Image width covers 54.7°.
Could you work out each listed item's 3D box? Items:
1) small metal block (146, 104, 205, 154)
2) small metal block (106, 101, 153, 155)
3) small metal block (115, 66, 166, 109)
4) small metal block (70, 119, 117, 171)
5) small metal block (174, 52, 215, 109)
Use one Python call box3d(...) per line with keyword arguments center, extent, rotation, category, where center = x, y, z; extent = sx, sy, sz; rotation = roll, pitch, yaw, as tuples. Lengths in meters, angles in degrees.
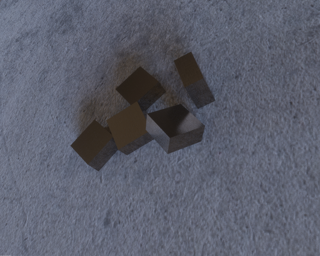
box3d(center=(0.018, 0.000, 0.378), extent=(0.050, 0.025, 0.050), rotation=(-18, 45, -28), category="small metal block")
box3d(center=(-0.038, 0.001, 0.418), extent=(0.050, 0.025, 0.050), rotation=(-31, 60, 7), category="small metal block")
box3d(center=(-0.028, -0.055, 0.451), extent=(0.050, 0.025, 0.050), rotation=(-43, 51, -2), category="small metal block")
box3d(center=(-0.089, 0.024, 0.434), extent=(0.050, 0.025, 0.050), rotation=(-49, 52, -6), category="small metal block")
box3d(center=(0.045, -0.061, 0.401), extent=(0.025, 0.050, 0.050), rotation=(-26, 53, 12), category="small metal block")
